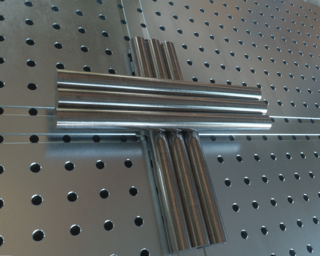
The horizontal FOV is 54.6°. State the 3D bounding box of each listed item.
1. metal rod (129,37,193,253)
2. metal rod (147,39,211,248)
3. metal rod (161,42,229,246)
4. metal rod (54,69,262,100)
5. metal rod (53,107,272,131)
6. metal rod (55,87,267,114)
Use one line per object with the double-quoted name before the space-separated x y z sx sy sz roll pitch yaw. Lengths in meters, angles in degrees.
"metal rod" -0.005 0.003 0.403 0.025 0.025 0.299 2 61 -27
"metal rod" 0.016 0.002 0.415 0.025 0.025 0.299 2 61 -27
"metal rod" 0.039 0.003 0.426 0.025 0.025 0.299 2 61 -27
"metal rod" 0.017 -0.053 0.417 0.302 0.025 0.025 0 62 -28
"metal rod" 0.024 -0.009 0.394 0.302 0.025 0.025 0 62 -28
"metal rod" 0.022 -0.031 0.406 0.302 0.025 0.025 0 62 -28
